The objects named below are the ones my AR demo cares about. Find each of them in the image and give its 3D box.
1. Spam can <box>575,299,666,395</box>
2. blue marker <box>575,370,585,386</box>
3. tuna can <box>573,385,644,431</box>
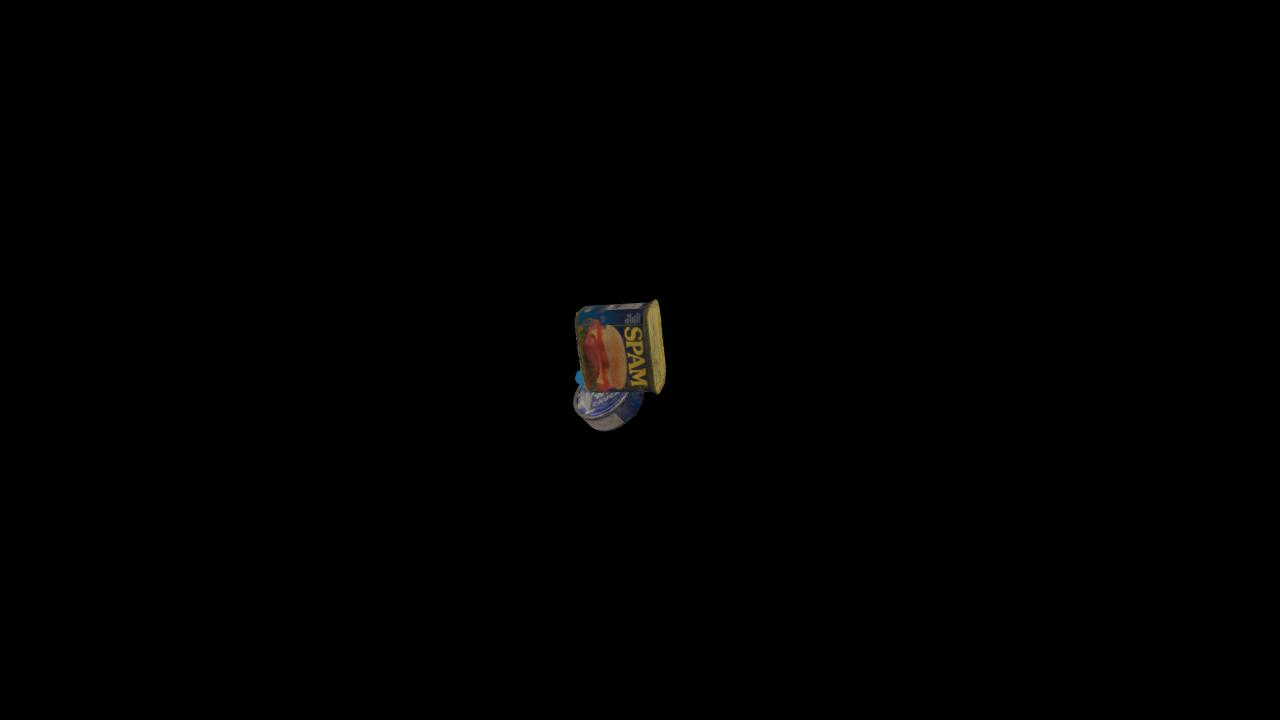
[{"bbox_3d":[-0.021,-0.013,0.686,0.085,0.101,0.058,-1,19,15],"label":"Spam can"},{"bbox_3d":[-0.029,0.009,0.735,0.020,0.020,0.121,0,13,45],"label":"blue marker"},{"bbox_3d":[-0.038,0.045,0.750,0.084,0.084,0.034,0,-37,38],"label":"tuna can"}]
